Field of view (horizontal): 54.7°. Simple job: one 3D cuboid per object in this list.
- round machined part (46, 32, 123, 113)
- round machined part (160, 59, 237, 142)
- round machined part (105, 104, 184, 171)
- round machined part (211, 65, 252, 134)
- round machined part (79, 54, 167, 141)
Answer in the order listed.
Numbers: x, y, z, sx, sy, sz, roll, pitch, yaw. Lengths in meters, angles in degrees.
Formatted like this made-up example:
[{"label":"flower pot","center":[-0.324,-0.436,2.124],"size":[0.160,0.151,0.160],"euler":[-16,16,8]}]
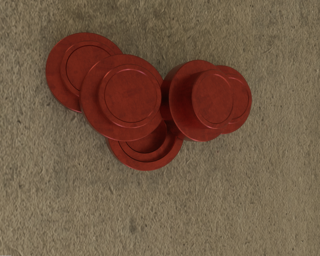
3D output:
[{"label":"round machined part","center":[-0.084,-0.066,0.370],"size":[0.099,0.042,0.097],"euler":[0,90,-21]},{"label":"round machined part","center":[0.052,-0.032,0.366],"size":[0.099,0.042,0.097],"euler":[1,88,-33]},{"label":"round machined part","center":[-0.022,0.003,0.394],"size":[0.099,0.042,0.097],"euler":[0,90,-21]},{"label":"round machined part","center":[0.088,-0.040,0.435],"size":[0.099,0.042,0.097],"euler":[0,90,-21]},{"label":"round machined part","center":[-0.037,-0.034,0.343],"size":[0.099,0.042,0.097],"euler":[0,90,-21]}]
